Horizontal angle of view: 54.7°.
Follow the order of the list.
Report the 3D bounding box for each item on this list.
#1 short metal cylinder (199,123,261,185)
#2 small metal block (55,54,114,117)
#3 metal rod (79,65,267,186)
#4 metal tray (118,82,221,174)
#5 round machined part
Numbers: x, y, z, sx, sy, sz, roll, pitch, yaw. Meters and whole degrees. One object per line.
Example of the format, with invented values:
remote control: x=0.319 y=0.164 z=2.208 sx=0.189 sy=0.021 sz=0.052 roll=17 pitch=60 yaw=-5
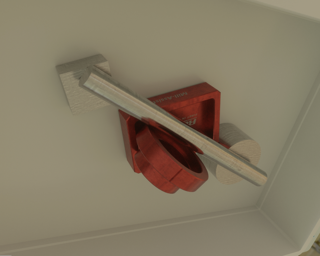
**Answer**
short metal cylinder: x=0.106 y=0.040 z=0.475 sx=0.081 sy=0.050 sz=0.079 roll=-14 pitch=125 yaw=-21
small metal block: x=-0.079 y=-0.047 z=0.336 sx=0.050 sy=0.025 sz=0.050 roll=-20 pitch=127 yaw=-17
metal rod: x=0.038 y=0.012 z=0.384 sx=0.301 sy=0.025 sz=0.025 roll=30 pitch=102 yaw=-32
metal tray: x=0.017 y=-0.001 z=0.413 sx=0.131 sy=0.030 sz=0.089 roll=-18 pitch=126 yaw=-19
round machined part: x=0.008 y=0.040 z=0.374 sx=0.098 sy=0.098 sz=0.042 roll=31 pitch=109 yaw=-38
